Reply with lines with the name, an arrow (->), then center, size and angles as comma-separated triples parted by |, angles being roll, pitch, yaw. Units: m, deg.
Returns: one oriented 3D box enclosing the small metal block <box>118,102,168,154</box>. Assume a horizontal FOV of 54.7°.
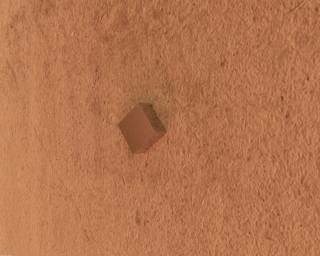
small metal block -> -0.025, 0.001, 0.425 | 0.050, 0.025, 0.050 | -44, 64, 31
